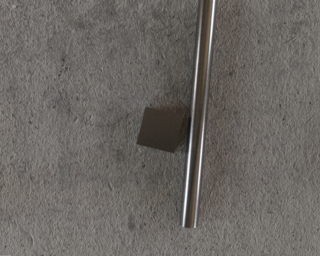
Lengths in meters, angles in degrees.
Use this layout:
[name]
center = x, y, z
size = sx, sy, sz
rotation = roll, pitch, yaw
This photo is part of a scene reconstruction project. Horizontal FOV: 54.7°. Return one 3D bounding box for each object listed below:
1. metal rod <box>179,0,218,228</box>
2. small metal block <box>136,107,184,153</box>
[metal rod]
center = 0.051, -0.020, 0.410
size = 0.025, 0.025, 0.298
rotation = 5, 90, -1
[small metal block]
center = 0.000, 0.003, 0.410
size = 0.050, 0.025, 0.050
rotation = 14, 90, -1
